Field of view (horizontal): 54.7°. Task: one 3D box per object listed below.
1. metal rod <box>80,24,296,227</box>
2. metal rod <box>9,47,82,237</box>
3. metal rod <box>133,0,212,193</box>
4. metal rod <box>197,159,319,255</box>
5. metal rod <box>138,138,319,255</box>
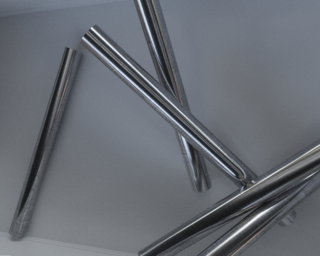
[{"bbox_3d":[0.038,0.005,0.336,0.300,0.025,0.025,42,104,-9],"label":"metal rod"},{"bbox_3d":[-0.175,0.025,0.470,0.025,0.025,0.298,22,97,18],"label":"metal rod"},{"bbox_3d":[0.010,-0.058,0.342,0.025,0.025,0.298,-11,112,19],"label":"metal rod"},{"bbox_3d":[0.067,0.122,0.312,0.301,0.025,0.025,-33,78,-13],"label":"metal rod"},{"bbox_3d":[0.097,0.070,0.325,0.300,0.025,0.025,-37,79,16],"label":"metal rod"}]
